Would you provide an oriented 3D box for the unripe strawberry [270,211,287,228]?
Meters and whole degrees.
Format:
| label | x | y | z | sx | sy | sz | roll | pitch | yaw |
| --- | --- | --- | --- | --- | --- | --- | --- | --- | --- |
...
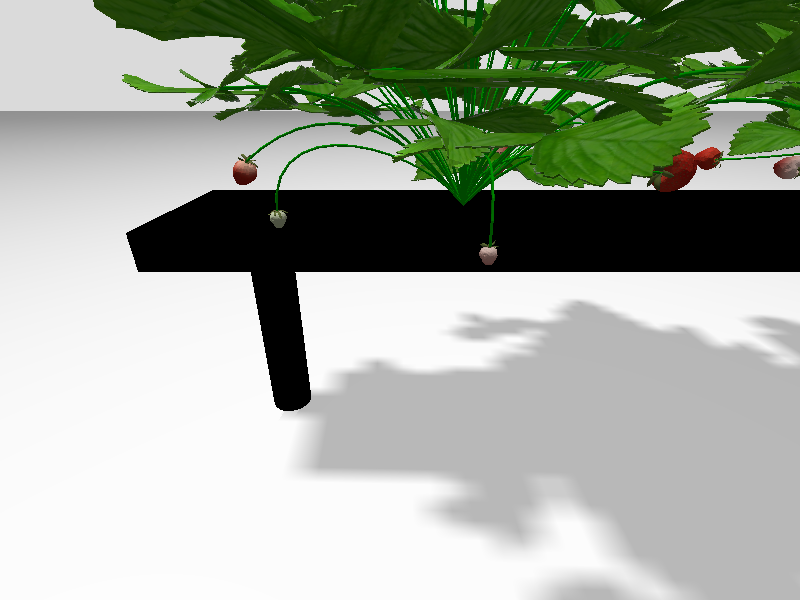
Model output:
| label | x | y | z | sx | sy | sz | roll | pitch | yaw |
| --- | --- | --- | --- | --- | --- | --- | --- | --- | --- |
| unripe strawberry | -0.083 | -0.055 | 0.274 | 0.011 | 0.011 | 0.011 | -15 | 30 | -27 |

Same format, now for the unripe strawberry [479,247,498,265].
| label | x | y | z | sx | sy | sz | roll | pitch | yaw |
| --- | --- | --- | --- | --- | --- | --- | --- | --- | --- |
| unripe strawberry | 0.047 | -0.024 | 0.214 | 0.010 | 0.011 | 0.011 | 1 | 27 | 3 |

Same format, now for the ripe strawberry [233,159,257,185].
| label | x | y | z | sx | sy | sz | roll | pitch | yaw |
| --- | --- | --- | --- | --- | --- | --- | --- | --- | --- |
| ripe strawberry | -0.167 | -0.136 | 0.428 | 0.024 | 0.028 | 0.028 | 38 | 35 | 3 |

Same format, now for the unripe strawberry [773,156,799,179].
| label | x | y | z | sx | sy | sz | roll | pitch | yaw |
| --- | --- | --- | --- | --- | --- | --- | --- | --- | --- |
| unripe strawberry | 0.442 | -0.151 | 0.456 | 0.022 | 0.025 | 0.024 | -13 | 29 | -24 |

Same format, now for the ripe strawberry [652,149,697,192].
| label | x | y | z | sx | sy | sz | roll | pitch | yaw |
| --- | --- | --- | --- | --- | --- | --- | --- | --- | --- |
| ripe strawberry | 0.267 | -0.125 | 0.387 | 0.039 | 0.040 | 0.035 | -6 | 27 | -13 |

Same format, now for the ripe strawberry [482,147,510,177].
| label | x | y | z | sx | sy | sz | roll | pitch | yaw |
| --- | --- | --- | --- | --- | --- | --- | --- | --- | --- |
| ripe strawberry | 0.106 | -0.168 | 0.470 | 0.045 | 0.047 | 0.049 | 9 | 28 | 17 |

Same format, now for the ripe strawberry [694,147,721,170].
| label | x | y | z | sx | sy | sz | roll | pitch | yaw |
| --- | --- | --- | --- | --- | --- | --- | --- | --- | --- |
| ripe strawberry | 0.399 | -0.185 | 0.522 | 0.027 | 0.028 | 0.029 | -14 | 29 | -25 |
